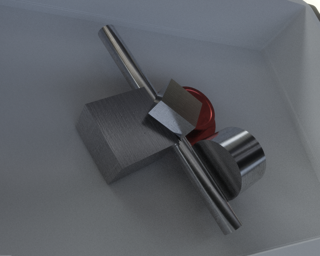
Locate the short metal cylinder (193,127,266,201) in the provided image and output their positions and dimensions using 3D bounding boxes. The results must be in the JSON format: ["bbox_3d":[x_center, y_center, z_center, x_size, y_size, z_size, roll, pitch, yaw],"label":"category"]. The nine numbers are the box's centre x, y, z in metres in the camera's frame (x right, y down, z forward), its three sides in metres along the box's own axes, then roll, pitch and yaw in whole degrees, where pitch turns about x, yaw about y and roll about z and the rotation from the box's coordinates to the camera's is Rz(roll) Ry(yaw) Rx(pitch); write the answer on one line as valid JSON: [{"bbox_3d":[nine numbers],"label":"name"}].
[{"bbox_3d":[0.083,0.044,0.388,0.050,0.080,0.080,-23,74,-37],"label":"short metal cylinder"}]

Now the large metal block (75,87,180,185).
[{"bbox_3d":[-0.039,0.007,0.361,0.081,0.050,0.080,-23,74,-36],"label":"large metal block"}]

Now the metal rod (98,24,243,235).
[{"bbox_3d":[0.006,-0.008,0.386,0.025,0.025,0.299,-23,74,-37],"label":"metal rod"}]

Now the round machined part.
[{"bbox_3d":[0.035,-0.018,0.424,0.099,0.042,0.098,14,56,-21],"label":"round machined part"}]

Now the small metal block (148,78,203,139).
[{"bbox_3d":[0.020,-0.024,0.368,0.050,0.025,0.050,37,39,-12],"label":"small metal block"}]
